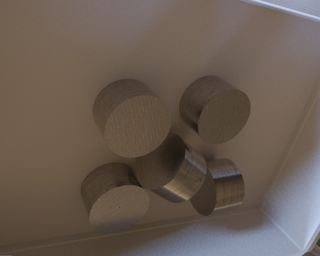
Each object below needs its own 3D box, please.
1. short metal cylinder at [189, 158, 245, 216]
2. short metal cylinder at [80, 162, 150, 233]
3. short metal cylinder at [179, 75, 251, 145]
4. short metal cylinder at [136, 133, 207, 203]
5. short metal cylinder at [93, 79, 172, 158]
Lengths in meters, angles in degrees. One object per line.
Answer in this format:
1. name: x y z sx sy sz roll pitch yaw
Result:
1. short metal cylinder: 0.082 0.088 0.473 0.050 0.080 0.079 -4 121 -26
2. short metal cylinder: -0.061 0.093 0.417 0.081 0.050 0.079 -14 124 -21
3. short metal cylinder: 0.073 -0.025 0.417 0.081 0.050 0.079 -14 124 -21
4. short metal cylinder: 0.014 0.053 0.414 0.080 0.080 0.050 -47 129 5
5. short metal cylinder: -0.034 -0.012 0.367 0.081 0.050 0.079 -14 124 -21
